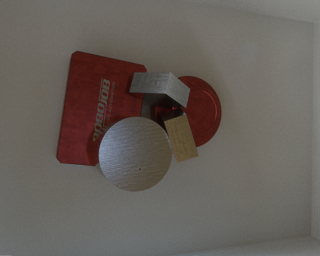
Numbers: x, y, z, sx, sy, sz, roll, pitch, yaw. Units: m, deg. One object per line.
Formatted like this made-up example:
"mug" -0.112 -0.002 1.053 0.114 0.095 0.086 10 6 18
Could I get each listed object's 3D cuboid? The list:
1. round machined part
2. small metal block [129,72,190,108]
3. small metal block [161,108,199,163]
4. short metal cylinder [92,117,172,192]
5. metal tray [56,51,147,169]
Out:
"round machined part" 0.041 -0.022 0.416 0.099 0.042 0.097 0 90 -21
"small metal block" 0.001 -0.045 0.370 0.050 0.050 0.025 28 72 -55
"small metal block" 0.022 0.007 0.363 0.025 0.050 0.050 -18 103 -1
"short metal cylinder" -0.033 0.028 0.352 0.081 0.050 0.079 0 90 -21
"metal tray" -0.071 -0.019 0.378 0.091 0.030 0.129 8 87 -20
